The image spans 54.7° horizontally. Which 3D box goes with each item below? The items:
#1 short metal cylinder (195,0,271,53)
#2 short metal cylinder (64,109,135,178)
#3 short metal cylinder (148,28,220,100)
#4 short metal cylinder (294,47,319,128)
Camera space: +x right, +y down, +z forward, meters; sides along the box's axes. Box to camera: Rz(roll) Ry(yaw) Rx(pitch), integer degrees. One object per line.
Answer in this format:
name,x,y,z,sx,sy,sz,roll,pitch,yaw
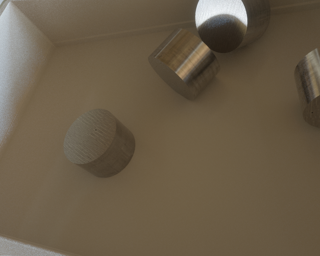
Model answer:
short metal cylinder,0.093,-0.143,0.399,0.050,0.079,0.080,-28,43,-34
short metal cylinder,-0.081,0.021,0.418,0.080,0.050,0.080,-13,56,20
short metal cylinder,0.031,-0.082,0.403,0.050,0.080,0.080,-48,52,-5
short metal cylinder,0.178,-0.040,0.302,0.080,0.080,0.050,-11,57,22
